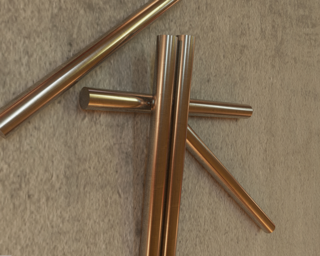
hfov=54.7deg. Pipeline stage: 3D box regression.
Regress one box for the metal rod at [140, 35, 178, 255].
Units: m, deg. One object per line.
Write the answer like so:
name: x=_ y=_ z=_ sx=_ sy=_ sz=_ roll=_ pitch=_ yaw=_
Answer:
metal rod: x=-0.003 y=0.040 z=0.381 sx=0.025 sy=0.025 sz=0.298 roll=0 pitch=97 yaw=-40

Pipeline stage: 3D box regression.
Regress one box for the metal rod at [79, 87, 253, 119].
metal rod: x=0.033 y=-0.030 z=0.434 sx=0.302 sy=0.025 sz=0.025 roll=1 pitch=90 yaw=-40

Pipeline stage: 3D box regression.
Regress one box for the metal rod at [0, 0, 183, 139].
metal rod: x=-0.060 y=-0.095 z=0.355 sx=0.301 sy=0.025 sz=0.025 roll=-47 pitch=119 yaw=-30

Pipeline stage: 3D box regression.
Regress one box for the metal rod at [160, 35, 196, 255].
metal rod: x=0.020 y=0.035 z=0.399 sx=0.025 sy=0.025 sz=0.298 roll=0 pitch=97 yaw=-40

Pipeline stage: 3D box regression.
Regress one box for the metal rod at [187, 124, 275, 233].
metal rod: x=0.114 y=0.091 z=0.503 sx=0.300 sy=0.025 sz=0.025 roll=47 pitch=62 yaw=-30
